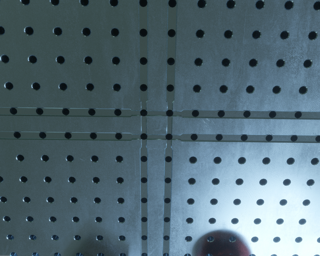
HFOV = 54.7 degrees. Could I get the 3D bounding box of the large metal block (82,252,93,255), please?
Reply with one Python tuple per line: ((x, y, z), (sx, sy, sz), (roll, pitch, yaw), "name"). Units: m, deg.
((-0.111, 0.260, 0.495), (0.080, 0.050, 0.080), (33, 107, -12), "large metal block")
